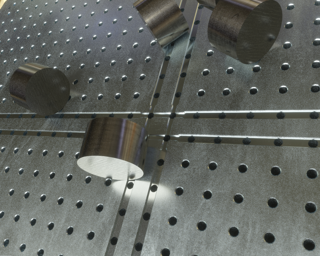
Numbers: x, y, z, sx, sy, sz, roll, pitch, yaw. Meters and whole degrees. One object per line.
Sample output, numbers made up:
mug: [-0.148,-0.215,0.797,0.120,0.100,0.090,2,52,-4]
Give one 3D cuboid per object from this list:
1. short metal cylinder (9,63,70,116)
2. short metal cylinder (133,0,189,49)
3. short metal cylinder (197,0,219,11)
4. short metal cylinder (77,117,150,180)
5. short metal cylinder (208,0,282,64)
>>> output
short metal cylinder: [-0.200,-0.065,0.518,0.050,0.080,0.080,20,72,35]
short metal cylinder: [0.002,-0.170,0.476,0.050,0.080,0.080,-34,51,6]
short metal cylinder: [0.096,-0.208,0.450,0.080,0.080,0.050,-42,51,-1]
short metal cylinder: [-0.057,0.028,0.386,0.080,0.080,0.050,-6,59,25]
short metal cylinder: [0.108,-0.129,0.395,0.080,0.080,0.050,-45,51,-3]
